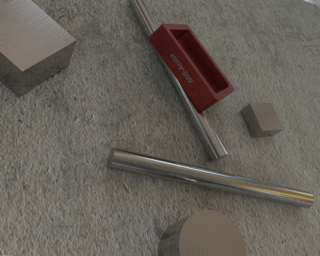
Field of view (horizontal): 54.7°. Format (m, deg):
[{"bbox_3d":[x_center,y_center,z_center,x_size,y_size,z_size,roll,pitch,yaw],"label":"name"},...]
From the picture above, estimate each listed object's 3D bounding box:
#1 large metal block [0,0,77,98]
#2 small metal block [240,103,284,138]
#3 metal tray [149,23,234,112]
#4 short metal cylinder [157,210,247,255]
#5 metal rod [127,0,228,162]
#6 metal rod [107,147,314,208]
[{"bbox_3d":[-0.160,-0.096,0.360,0.080,0.050,0.080,42,51,0],"label":"large metal block"},{"bbox_3d":[0.166,-0.013,0.504,0.050,0.025,0.050,-4,64,-30],"label":"small metal block"},{"bbox_3d":[0.050,-0.093,0.459,0.130,0.030,0.091,55,32,3],"label":"metal tray"},{"bbox_3d":[0.044,0.134,0.331,0.081,0.050,0.080,14,56,-21],"label":"short metal cylinder"},{"bbox_3d":[0.020,-0.087,0.469,0.025,0.025,0.299,-14,69,-34],"label":"metal rod"},{"bbox_3d":[0.081,0.070,0.406,0.302,0.025,0.025,15,56,-20],"label":"metal rod"}]
